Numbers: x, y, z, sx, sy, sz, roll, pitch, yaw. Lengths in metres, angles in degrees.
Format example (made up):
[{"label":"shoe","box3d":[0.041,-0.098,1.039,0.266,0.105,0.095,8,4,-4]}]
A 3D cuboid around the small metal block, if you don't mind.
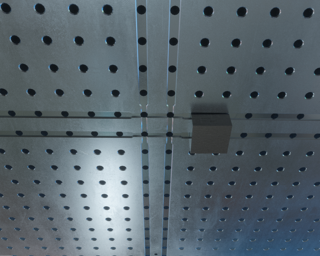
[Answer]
[{"label":"small metal block","box3d":[0.067,0.008,0.419,0.050,0.025,0.050,0,130,0]}]
